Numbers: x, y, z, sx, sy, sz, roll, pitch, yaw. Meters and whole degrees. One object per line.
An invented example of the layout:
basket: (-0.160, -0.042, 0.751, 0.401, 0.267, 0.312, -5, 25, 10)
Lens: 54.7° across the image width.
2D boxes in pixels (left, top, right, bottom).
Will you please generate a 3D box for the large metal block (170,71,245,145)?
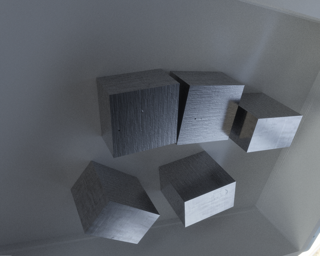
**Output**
large metal block: (0.053, -0.028, 0.406, 0.081, 0.050, 0.079, -4, 121, -27)

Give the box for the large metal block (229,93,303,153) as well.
large metal block: (0.137, -0.011, 0.443, 0.081, 0.080, 0.050, -4, 121, -27)

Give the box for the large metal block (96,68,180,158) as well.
large metal block: (-0.026, -0.019, 0.368, 0.081, 0.050, 0.079, -13, 124, -22)

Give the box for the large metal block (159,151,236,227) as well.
large metal block: (0.053, 0.086, 0.457, 0.081, 0.080, 0.050, -17, 126, -19)

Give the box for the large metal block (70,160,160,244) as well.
large metal block: (-0.059, 0.096, 0.401, 0.080, 0.080, 0.050, 29, 102, -38)
